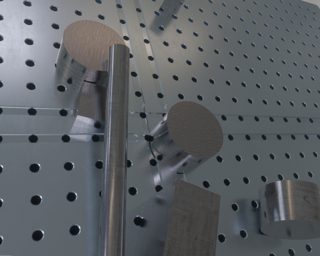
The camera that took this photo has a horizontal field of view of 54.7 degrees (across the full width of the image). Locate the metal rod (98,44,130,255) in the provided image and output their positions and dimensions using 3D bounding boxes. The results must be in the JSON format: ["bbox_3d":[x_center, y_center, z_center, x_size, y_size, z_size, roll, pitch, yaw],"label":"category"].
[{"bbox_3d":[-0.047,0.047,0.320,0.025,0.025,0.299,8,68,-24],"label":"metal rod"}]

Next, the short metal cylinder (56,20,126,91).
[{"bbox_3d":[-0.088,-0.091,0.400,0.081,0.050,0.080,14,56,-21],"label":"short metal cylinder"}]

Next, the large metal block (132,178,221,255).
[{"bbox_3d":[0.014,0.109,0.314,0.050,0.080,0.080,24,53,-14],"label":"large metal block"}]

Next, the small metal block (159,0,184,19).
[{"bbox_3d":[0.029,-0.230,0.548,0.025,0.050,0.050,36,51,-5],"label":"small metal block"}]

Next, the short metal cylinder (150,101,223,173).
[{"bbox_3d":[0.034,0.012,0.403,0.081,0.050,0.080,14,56,-21],"label":"short metal cylinder"}]

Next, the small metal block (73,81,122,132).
[{"bbox_3d":[-0.076,-0.024,0.382,0.050,0.025,0.050,14,56,-21],"label":"small metal block"}]

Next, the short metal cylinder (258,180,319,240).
[{"bbox_3d":[0.170,0.107,0.399,0.080,0.080,0.050,20,54,-17],"label":"short metal cylinder"}]
